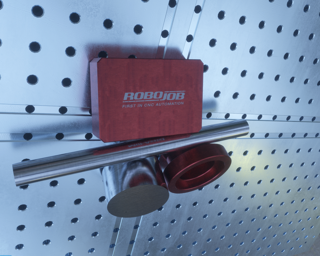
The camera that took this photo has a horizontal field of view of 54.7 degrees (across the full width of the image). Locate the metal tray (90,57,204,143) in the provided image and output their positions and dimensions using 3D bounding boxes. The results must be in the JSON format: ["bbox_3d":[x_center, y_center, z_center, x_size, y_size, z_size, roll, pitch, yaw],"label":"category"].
[{"bbox_3d":[-0.012,-0.035,0.363,0.131,0.030,0.089,-5,102,-27],"label":"metal tray"}]

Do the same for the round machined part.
[{"bbox_3d":[0.049,0.051,0.445,0.099,0.042,0.098,-18,148,-12],"label":"round machined part"}]

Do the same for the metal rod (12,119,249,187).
[{"bbox_3d":[-0.016,0.024,0.385,0.303,0.025,0.025,-11,123,-23],"label":"metal rod"}]

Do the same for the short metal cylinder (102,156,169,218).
[{"bbox_3d":[-0.033,0.076,0.410,0.081,0.050,0.080,-11,140,-9],"label":"short metal cylinder"}]

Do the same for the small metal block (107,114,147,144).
[{"bbox_3d":[-0.035,0.015,0.414,0.050,0.025,0.050,19,108,-36],"label":"small metal block"}]
